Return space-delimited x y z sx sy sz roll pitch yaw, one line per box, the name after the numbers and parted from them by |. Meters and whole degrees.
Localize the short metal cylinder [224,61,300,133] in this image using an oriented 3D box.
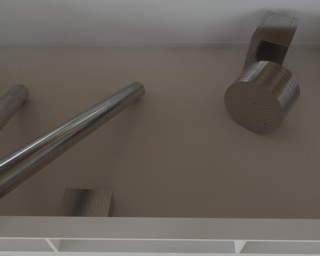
0.132 -0.040 0.405 0.080 0.080 0.050 31 57 23 | short metal cylinder

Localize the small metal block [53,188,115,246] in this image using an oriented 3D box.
-0.078 0.093 0.326 0.050 0.025 0.050 3 50 2 | small metal block

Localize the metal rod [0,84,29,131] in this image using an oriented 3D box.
-0.180 0.006 0.312 0.025 0.025 0.300 -7 23 -6 | metal rod

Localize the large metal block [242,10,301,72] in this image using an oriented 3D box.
0.166 -0.117 0.470 0.050 0.080 0.080 22 53 17 | large metal block

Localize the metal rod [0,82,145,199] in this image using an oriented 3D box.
-0.085 0.000 0.324 0.025 0.025 0.301 18 27 14 | metal rod
